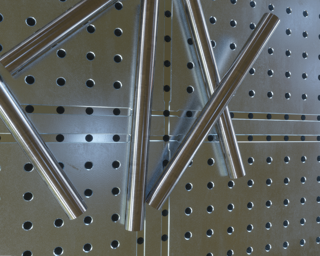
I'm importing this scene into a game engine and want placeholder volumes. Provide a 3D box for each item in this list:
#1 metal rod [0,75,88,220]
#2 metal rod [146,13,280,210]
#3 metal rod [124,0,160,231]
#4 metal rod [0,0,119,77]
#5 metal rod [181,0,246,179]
[{"bbox_3d":[-0.172,-0.024,0.349,0.025,0.025,0.299,-33,101,-17],"label":"metal rod"},{"bbox_3d":[0.071,-0.024,0.416,0.025,0.025,0.299,34,88,-17],"label":"metal rod"},{"bbox_3d":[-0.023,-0.019,0.404,0.025,0.025,0.298,5,89,-20],"label":"metal rod"},{"bbox_3d":[-0.067,-0.165,0.388,0.301,0.025,0.025,-42,104,-15],"label":"metal rod"},{"bbox_3d":[0.073,-0.073,0.440,0.025,0.025,0.298,-18,96,-19],"label":"metal rod"}]
